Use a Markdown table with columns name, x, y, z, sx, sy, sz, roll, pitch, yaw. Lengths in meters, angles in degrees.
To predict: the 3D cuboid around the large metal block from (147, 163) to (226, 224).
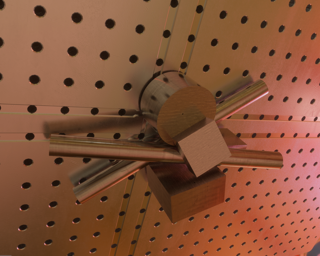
| name | x | y | z | sx | sy | sz | roll | pitch | yaw |
| --- | --- | --- | --- | --- | --- | --- | --- | --- | --- |
| large metal block | 0.034 | 0.074 | 0.435 | 0.081 | 0.080 | 0.050 | -17 | 125 | -19 |

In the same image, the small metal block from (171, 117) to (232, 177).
| name | x | y | z | sx | sy | sz | roll | pitch | yaw |
| --- | --- | --- | --- | --- | --- | --- | --- | --- | --- |
| small metal block | 0.050 | 0.022 | 0.372 | 0.050 | 0.025 | 0.050 | -31 | 106 | -8 |

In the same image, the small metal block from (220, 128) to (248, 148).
| name | x | y | z | sx | sy | sz | roll | pitch | yaw |
| --- | --- | --- | --- | --- | --- | --- | --- | --- | --- |
| small metal block | 0.089 | 0.023 | 0.454 | 0.050 | 0.050 | 0.025 | 0 | 118 | -28 |

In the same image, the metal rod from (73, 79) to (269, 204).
| name | x | y | z | sx | sy | sz | roll | pitch | yaw |
| --- | --- | --- | --- | --- | --- | --- | --- | --- | --- |
| metal rod | 0.021 | 0.014 | 0.428 | 0.301 | 0.025 | 0.025 | -30 | 129 | -9 |

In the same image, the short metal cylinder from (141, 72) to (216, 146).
| name | x | y | z | sx | sy | sz | roll | pitch | yaw |
| --- | --- | --- | --- | --- | --- | --- | --- | --- | --- |
| short metal cylinder | 0.022 | -0.024 | 0.388 | 0.081 | 0.050 | 0.079 | -14 | 123 | -21 |

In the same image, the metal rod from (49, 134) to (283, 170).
| name | x | y | z | sx | sy | sz | roll | pitch | yaw |
| --- | --- | --- | --- | --- | --- | --- | --- | --- | --- |
| metal rod | 0.020 | 0.032 | 0.392 | 0.302 | 0.025 | 0.025 | 5 | 117 | -16 |
